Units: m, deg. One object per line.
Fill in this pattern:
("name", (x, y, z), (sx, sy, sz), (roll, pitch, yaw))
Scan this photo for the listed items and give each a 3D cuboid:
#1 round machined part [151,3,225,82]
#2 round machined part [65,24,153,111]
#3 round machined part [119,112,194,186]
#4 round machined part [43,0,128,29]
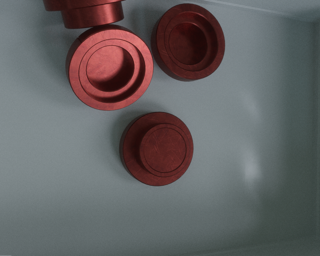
("round machined part", (0.034, -0.111, 0.415), (0.099, 0.042, 0.097), (0, 90, -21))
("round machined part", (-0.061, -0.073, 0.365), (0.099, 0.042, 0.097), (-13, 125, -19))
("round machined part", (0.000, 0.027, 0.403), (0.099, 0.042, 0.097), (0, 90, -21))
("round machined part", (-0.078, -0.139, 0.348), (0.099, 0.098, 0.042), (-19, 119, -19))
